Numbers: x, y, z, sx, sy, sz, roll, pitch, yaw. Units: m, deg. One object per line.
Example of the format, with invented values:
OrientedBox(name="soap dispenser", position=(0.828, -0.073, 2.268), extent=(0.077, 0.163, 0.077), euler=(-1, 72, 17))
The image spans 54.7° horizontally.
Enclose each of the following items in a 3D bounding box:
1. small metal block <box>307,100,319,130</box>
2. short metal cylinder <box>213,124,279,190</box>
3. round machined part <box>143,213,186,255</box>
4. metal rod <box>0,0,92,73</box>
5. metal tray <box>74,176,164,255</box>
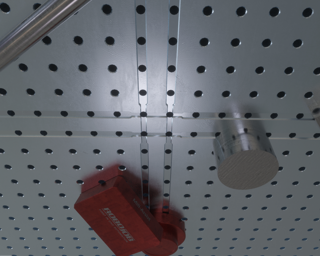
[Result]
OrientedBox(name="small metal block", position=(0.228, -0.016, 0.400), extent=(0.050, 0.025, 0.050), euler=(-29, 125, 22))
OrientedBox(name="short metal cylinder", position=(0.117, 0.041, 0.431), extent=(0.081, 0.050, 0.079), euler=(0, 130, 0))
OrientedBox(name="round machined part", position=(-0.001, 0.203, 0.573), extent=(0.099, 0.042, 0.097), euler=(0, 130, 0))
OrientedBox(name="metal rod", position=(-0.117, -0.110, 0.316), extent=(0.300, 0.025, 0.025), euler=(-28, 125, 21))
OrientedBox(name="metal tray", position=(-0.066, 0.150, 0.512), extent=(0.090, 0.030, 0.130), euler=(-28, 108, 21))
